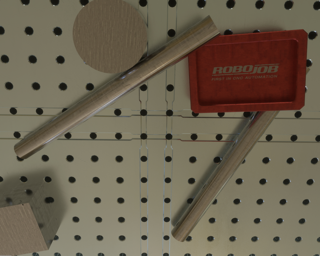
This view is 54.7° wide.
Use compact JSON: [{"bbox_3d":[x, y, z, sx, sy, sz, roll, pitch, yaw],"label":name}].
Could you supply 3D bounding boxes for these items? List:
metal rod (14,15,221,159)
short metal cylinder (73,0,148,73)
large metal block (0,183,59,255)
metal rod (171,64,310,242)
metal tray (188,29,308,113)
[{"bbox_3d":[-0.064,-0.040,0.379,0.300,0.025,0.025,-30,108,17],"label":"metal rod"},{"bbox_3d":[-0.054,-0.108,0.360,0.081,0.050,0.079,0,110,0],"label":"short metal cylinder"},{"bbox_3d":[-0.204,0.134,0.447,0.080,0.050,0.079,-11,110,4],"label":"large metal block"},{"bbox_3d":[0.102,0.043,0.429,0.025,0.025,0.298,28,108,-10],"label":"metal rod"},{"bbox_3d":[0.101,-0.066,0.371,0.131,0.030,0.089,-1,106,11],"label":"metal tray"}]
